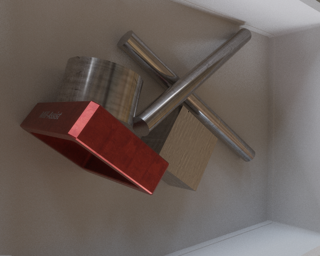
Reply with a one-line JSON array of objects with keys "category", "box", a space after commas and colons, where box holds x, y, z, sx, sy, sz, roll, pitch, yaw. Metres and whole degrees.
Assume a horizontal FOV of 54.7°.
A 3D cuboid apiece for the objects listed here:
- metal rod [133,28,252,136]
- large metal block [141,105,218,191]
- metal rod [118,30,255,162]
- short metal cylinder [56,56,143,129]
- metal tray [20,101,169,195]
[{"category": "metal rod", "box": [0.062, -0.080, 0.433, 0.302, 0.025, 0.025, -43, 117, -41]}, {"category": "large metal block", "box": [0.021, 0.027, 0.411, 0.080, 0.050, 0.080, 41, 65, -33]}, {"category": "metal rod", "box": [0.056, -0.030, 0.455, 0.301, 0.025, 0.025, 38, 66, -34]}, {"category": "short metal cylinder", "box": [-0.062, -0.033, 0.320, 0.080, 0.080, 0.050, 21, 77, -39]}, {"category": "metal tray", "box": [-0.065, 0.015, 0.284, 0.090, 0.130, 0.030, 43, 67, -32]}]
